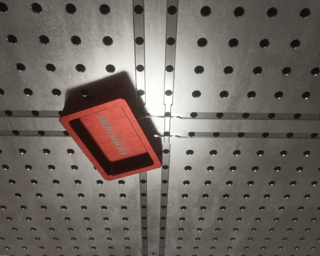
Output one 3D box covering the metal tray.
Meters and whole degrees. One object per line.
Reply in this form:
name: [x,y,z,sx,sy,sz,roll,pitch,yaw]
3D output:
metal tray: [-0.060,0.012,0.417,0.090,0.030,0.130,-17,129,13]
